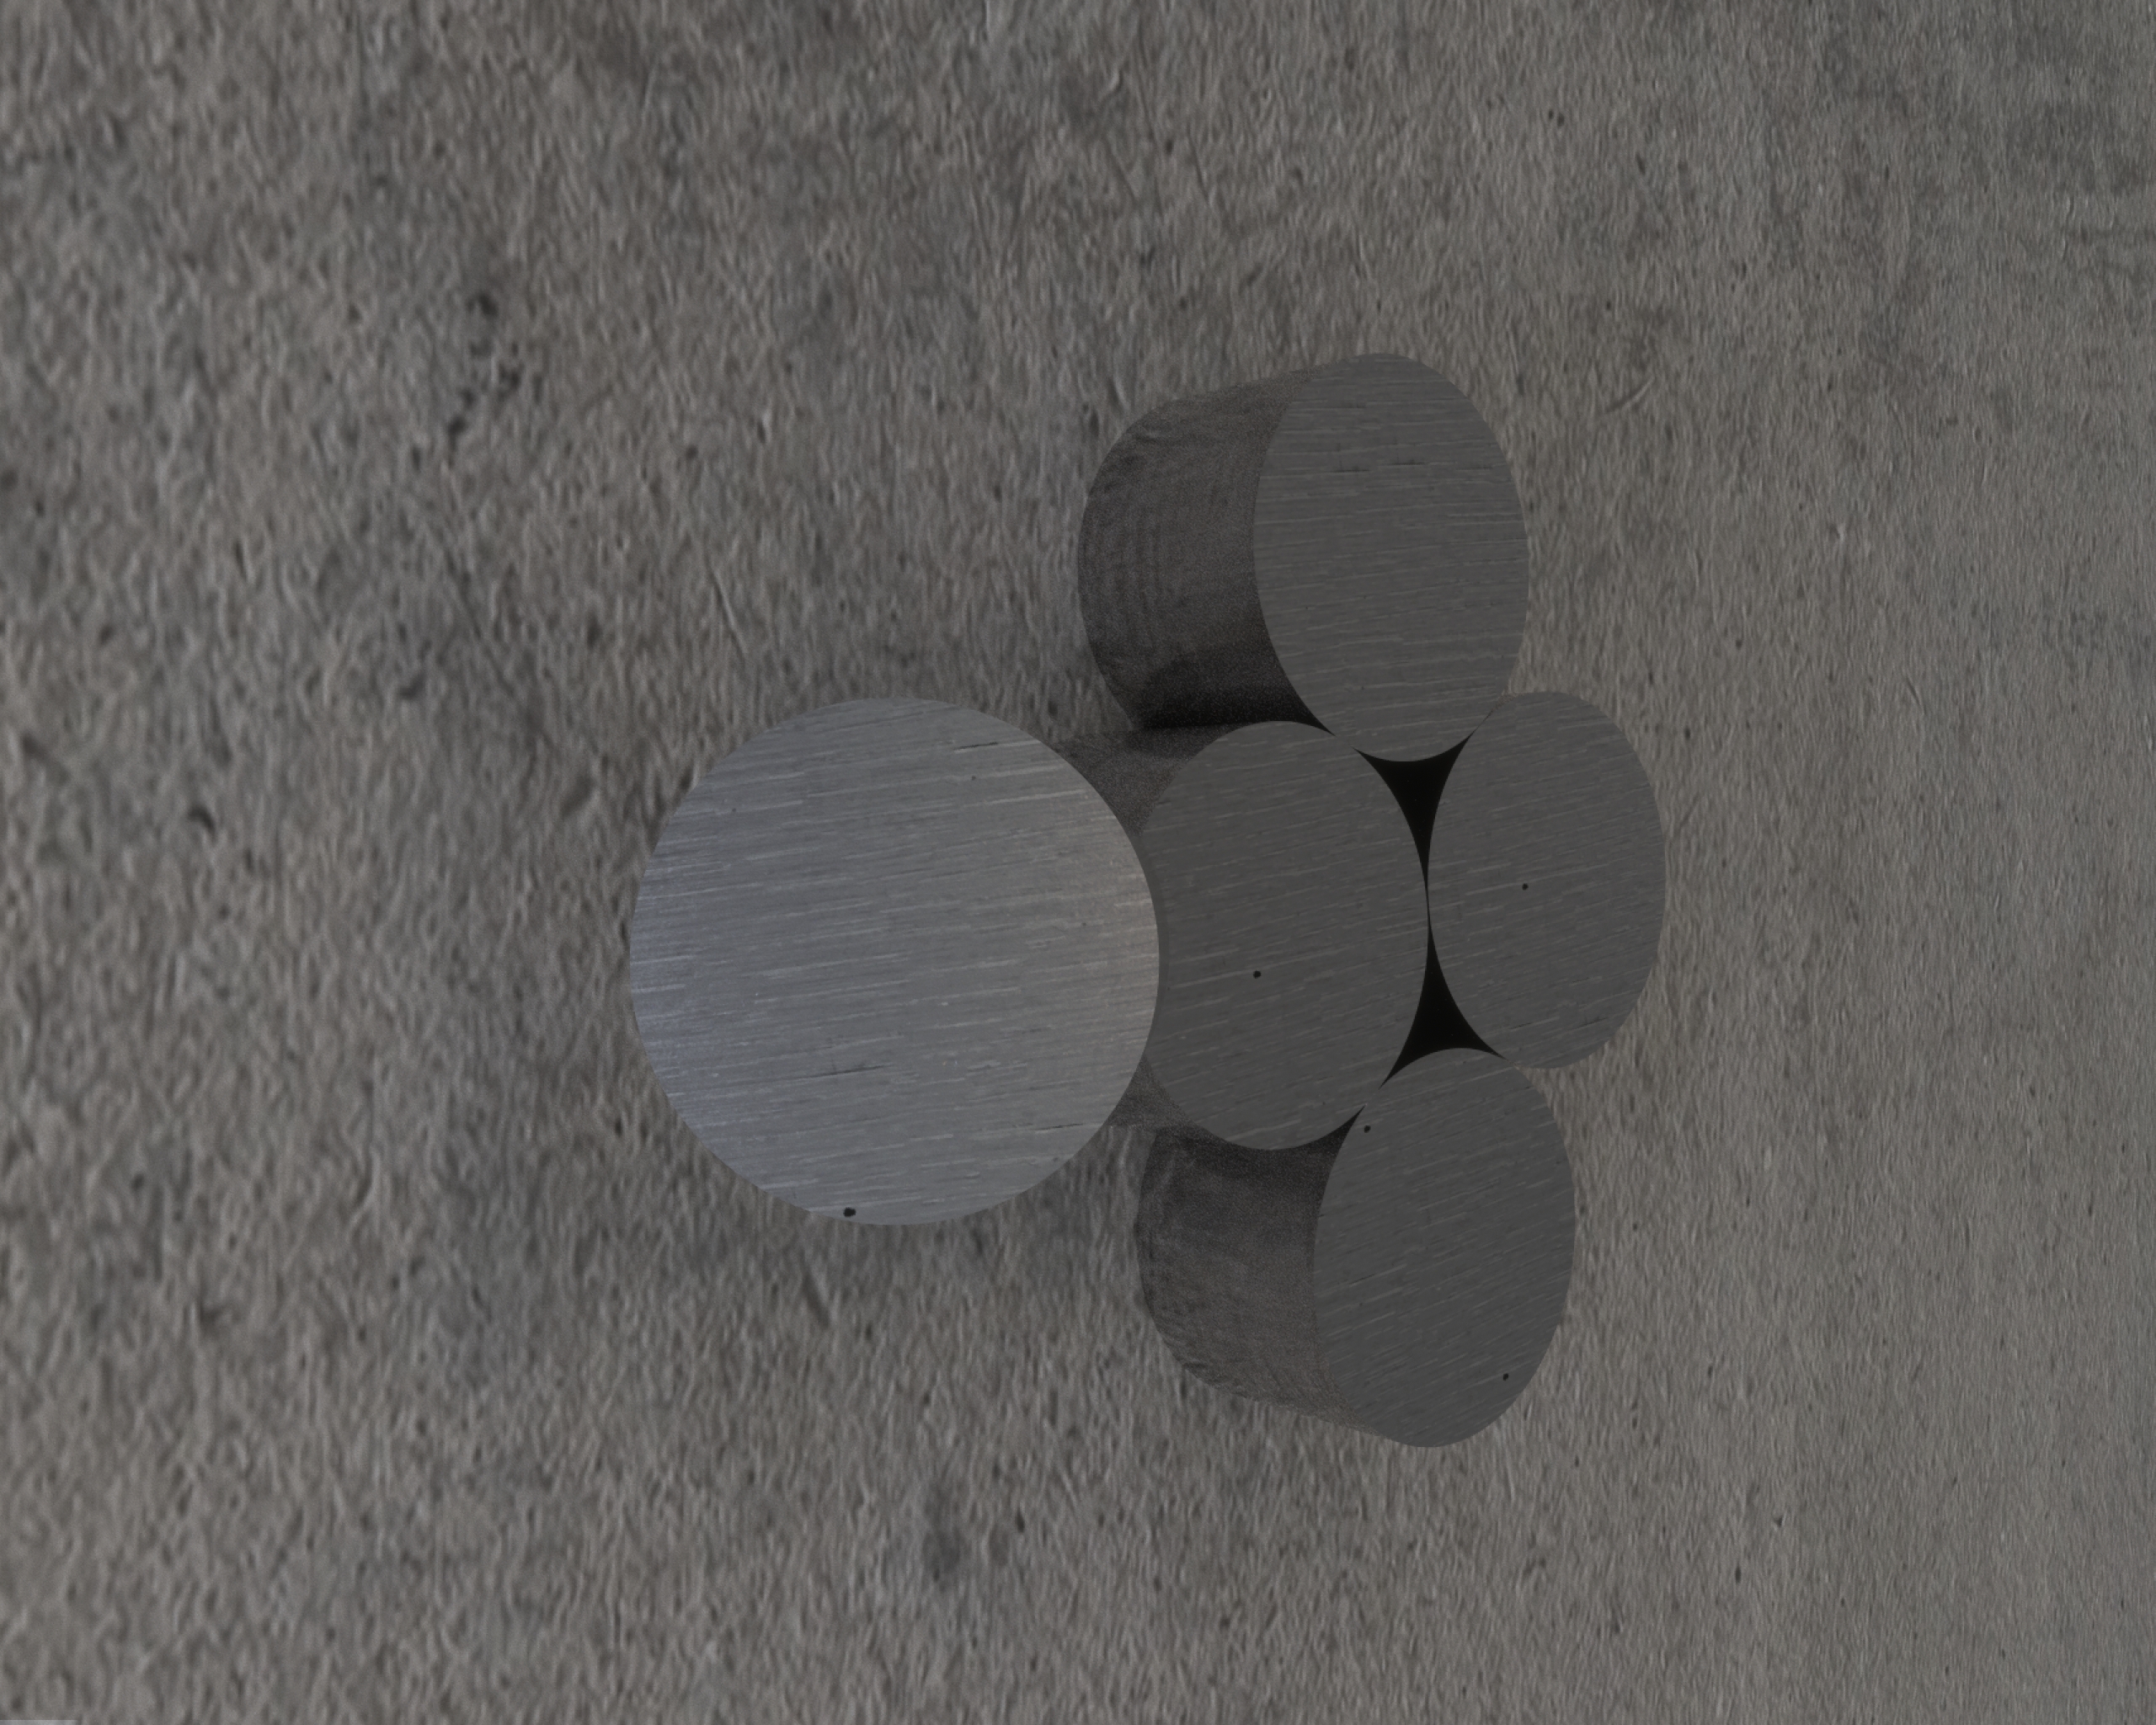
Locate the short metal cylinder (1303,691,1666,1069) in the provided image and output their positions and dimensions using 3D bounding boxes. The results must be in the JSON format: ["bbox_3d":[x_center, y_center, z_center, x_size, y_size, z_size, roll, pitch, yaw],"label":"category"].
[{"bbox_3d":[0.084,0.004,0.459,0.081,0.050,0.080,0,90,-40],"label":"short metal cylinder"}]

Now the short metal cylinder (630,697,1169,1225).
[{"bbox_3d":[-0.026,0.015,0.339,0.080,0.050,0.080,0,89,4],"label":"short metal cylinder"}]

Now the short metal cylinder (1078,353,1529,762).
[{"bbox_3d":[0.047,-0.060,0.427,0.081,0.050,0.080,0,90,-40],"label":"short metal cylinder"}]

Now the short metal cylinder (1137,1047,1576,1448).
[{"bbox_3d":[0.059,0.077,0.438,0.081,0.050,0.080,0,91,-40],"label":"short metal cylinder"}]

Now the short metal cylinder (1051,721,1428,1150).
[{"bbox_3d":[0.023,0.013,0.407,0.081,0.050,0.080,0,90,-40],"label":"short metal cylinder"}]
